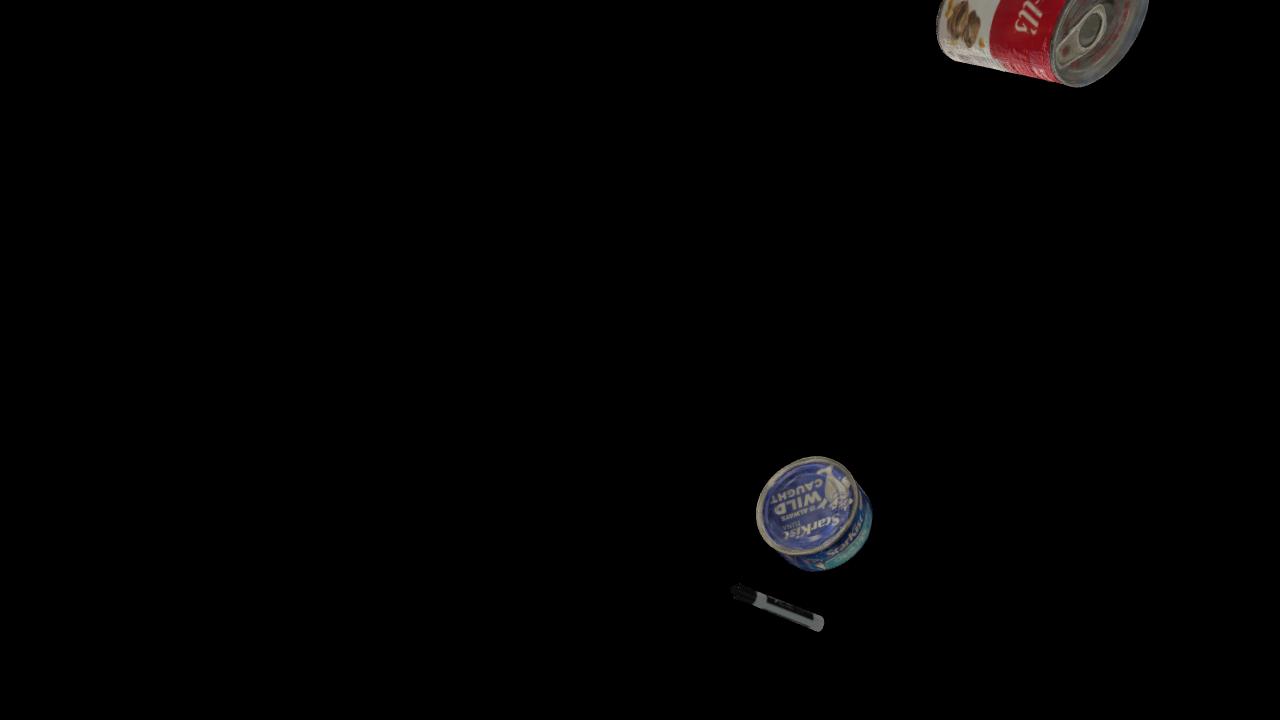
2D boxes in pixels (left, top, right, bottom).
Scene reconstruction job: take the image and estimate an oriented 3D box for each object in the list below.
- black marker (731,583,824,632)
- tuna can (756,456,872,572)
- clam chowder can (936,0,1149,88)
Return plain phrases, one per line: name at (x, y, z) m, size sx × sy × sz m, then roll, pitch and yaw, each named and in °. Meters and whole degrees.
black marker at (0.163, 0.294, 0.733) m, size 0.121 × 0.020 × 0.020 m, roll 25°, pitch -4°, yaw -9°
tuna can at (0.135, 0.120, 0.480) m, size 0.084 × 0.084 × 0.034 m, roll 0°, pitch -39°, yaw 49°
clam chowder can at (0.256, -0.224, 0.402) m, size 0.068 × 0.068 × 0.102 m, roll 0°, pitch 32°, yaw -22°
